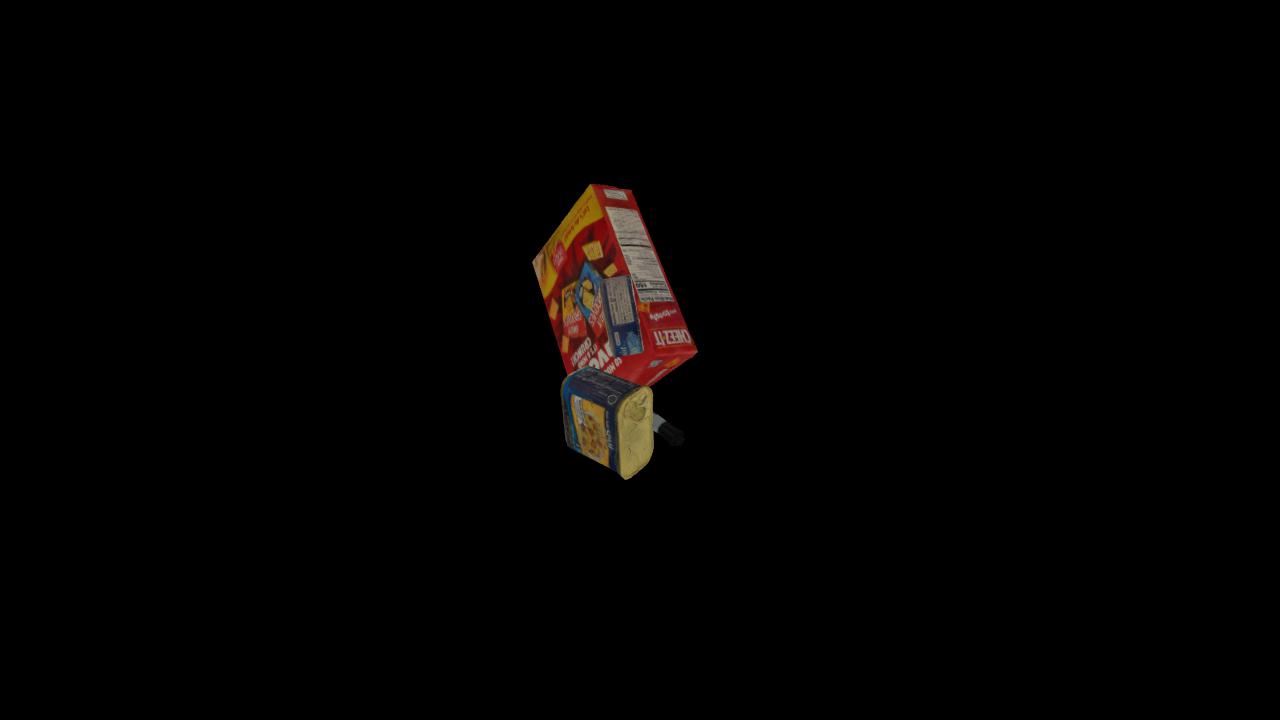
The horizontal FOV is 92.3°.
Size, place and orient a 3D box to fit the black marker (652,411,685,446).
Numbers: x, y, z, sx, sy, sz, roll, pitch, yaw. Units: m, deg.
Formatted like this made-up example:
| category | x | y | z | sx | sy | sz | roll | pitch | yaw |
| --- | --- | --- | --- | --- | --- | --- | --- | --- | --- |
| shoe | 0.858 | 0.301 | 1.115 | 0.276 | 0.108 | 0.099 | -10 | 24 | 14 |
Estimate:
| category | x | y | z | sx | sy | sz | roll | pitch | yaw |
| --- | --- | --- | --- | --- | --- | --- | --- | --- | --- |
| black marker | 0.002 | 0.058 | 0.677 | 0.121 | 0.020 | 0.020 | 34 | 20 | 34 |

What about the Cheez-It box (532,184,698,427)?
| category | x | y | z | sx | sy | sz | roll | pitch | yaw |
| --- | --- | --- | --- | --- | --- | --- | --- | --- | --- |
| Cheez-It box | -0.040 | -0.068 | 0.735 | 0.071 | 0.223 | 0.166 | -5 | -23 | -39 |

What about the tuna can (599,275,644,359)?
| category | x | y | z | sx | sy | sz | roll | pitch | yaw |
| --- | --- | --- | --- | --- | --- | --- | --- | --- | --- |
| tuna can | -0.018 | -0.045 | 0.638 | 0.034 | 0.084 | 0.084 | -10 | 0 | 0 |

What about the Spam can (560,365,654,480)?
| category | x | y | z | sx | sy | sz | roll | pitch | yaw |
| --- | --- | --- | --- | --- | --- | --- | --- | --- | --- |
| Spam can | -0.036 | 0.065 | 0.660 | 0.085 | 0.101 | 0.058 | 19 | 35 | 34 |
